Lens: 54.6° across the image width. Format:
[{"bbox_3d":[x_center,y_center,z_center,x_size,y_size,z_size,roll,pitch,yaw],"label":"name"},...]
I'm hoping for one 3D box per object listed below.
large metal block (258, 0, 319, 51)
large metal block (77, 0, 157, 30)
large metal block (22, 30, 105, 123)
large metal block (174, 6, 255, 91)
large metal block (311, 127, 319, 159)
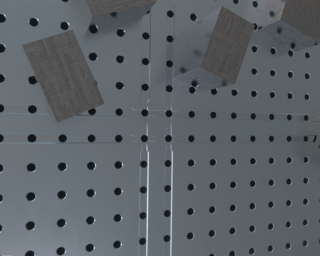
[{"bbox_3d":[0.209,-0.176,0.475,0.080,0.050,0.080,21,83,-19],"label":"large metal block"},{"bbox_3d":[-0.061,-0.175,0.376,0.081,0.050,0.080,-22,97,-19],"label":"large metal block"},{"bbox_3d":[-0.107,-0.052,0.344,0.050,0.080,0.080,-25,98,-18],"label":"large metal block"},{"bbox_3d":[0.068,-0.099,0.408,0.050,0.080,0.080,22,83,-19],"label":"large metal block"},{"bbox_3d":[0.311,0.023,0.513,0.080,0.050,0.080,24,82,-19],"label":"large metal block"}]
